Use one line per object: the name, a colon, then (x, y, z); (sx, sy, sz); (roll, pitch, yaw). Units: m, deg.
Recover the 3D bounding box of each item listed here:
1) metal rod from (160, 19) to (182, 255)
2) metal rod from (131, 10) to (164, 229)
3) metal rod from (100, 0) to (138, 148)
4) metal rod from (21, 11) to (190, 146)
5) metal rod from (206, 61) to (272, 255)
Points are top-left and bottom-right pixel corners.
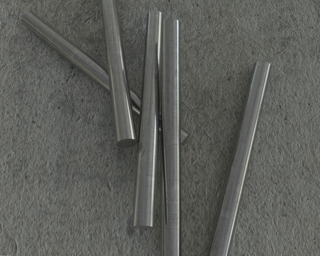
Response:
metal rod: (0.013, 0.010, 0.378); (0.025, 0.025, 0.299); (0, 79, 0)
metal rod: (-0.012, -0.030, 0.391); (0.025, 0.025, 0.299); (2, 64, 1)
metal rod: (-0.063, -0.113, 0.429); (0.025, 0.025, 0.299); (-9, 63, -3)
metal rod: (-0.083, -0.074, 0.434); (0.300, 0.025, 0.025); (38, 75, 13)
metal rod: (0.100, 0.046, 0.391); (0.025, 0.025, 0.299); (17, 71, 6)
